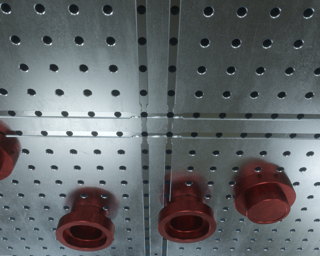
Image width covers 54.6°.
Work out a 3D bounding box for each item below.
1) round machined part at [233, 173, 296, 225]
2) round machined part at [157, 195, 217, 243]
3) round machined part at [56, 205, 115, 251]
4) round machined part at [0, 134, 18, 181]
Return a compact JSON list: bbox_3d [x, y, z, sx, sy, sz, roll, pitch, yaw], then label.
[{"bbox_3d":[0.171,0.120,0.504,0.099,0.042,0.097,0,130,0],"label":"round machined part"},{"bbox_3d":[0.045,0.153,0.531,0.099,0.042,0.097,0,130,0],"label":"round machined part"},{"bbox_3d":[-0.129,0.174,0.547,0.099,0.042,0.097,0,130,0],"label":"round machined part"},{"bbox_3d":[-0.259,0.046,0.437,0.099,0.042,0.097,0,130,0],"label":"round machined part"}]
